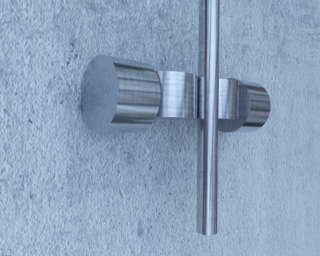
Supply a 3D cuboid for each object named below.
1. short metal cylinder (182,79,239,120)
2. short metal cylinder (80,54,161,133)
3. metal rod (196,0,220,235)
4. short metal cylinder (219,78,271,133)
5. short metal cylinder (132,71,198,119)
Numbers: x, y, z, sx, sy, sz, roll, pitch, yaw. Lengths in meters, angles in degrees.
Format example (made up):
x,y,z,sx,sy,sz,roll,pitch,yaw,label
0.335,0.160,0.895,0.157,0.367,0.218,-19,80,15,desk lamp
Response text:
x,y,z,sx,sy,sz,roll,pitch,yaw,label
0.067,-0.037,0.426,0.081,0.080,0.050,1,90,-40,short metal cylinder
-0.044,-0.035,0.333,0.050,0.080,0.080,1,90,-40,short metal cylinder
0.058,-0.024,0.374,0.025,0.025,0.298,1,89,-40,metal rod
0.118,-0.033,0.469,0.050,0.080,0.080,1,90,-40,short metal cylinder
0.005,-0.037,0.375,0.081,0.080,0.050,1,90,-40,short metal cylinder
